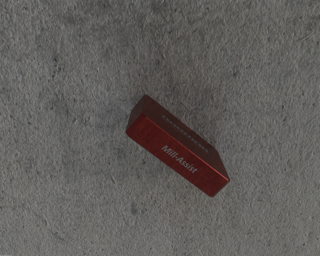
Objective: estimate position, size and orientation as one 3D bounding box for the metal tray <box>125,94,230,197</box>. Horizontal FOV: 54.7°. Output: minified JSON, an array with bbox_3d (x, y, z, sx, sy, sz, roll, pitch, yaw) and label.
[{"bbox_3d":[0.022,0.019,0.384,0.130,0.090,0.030,38,106,-13],"label":"metal tray"}]
